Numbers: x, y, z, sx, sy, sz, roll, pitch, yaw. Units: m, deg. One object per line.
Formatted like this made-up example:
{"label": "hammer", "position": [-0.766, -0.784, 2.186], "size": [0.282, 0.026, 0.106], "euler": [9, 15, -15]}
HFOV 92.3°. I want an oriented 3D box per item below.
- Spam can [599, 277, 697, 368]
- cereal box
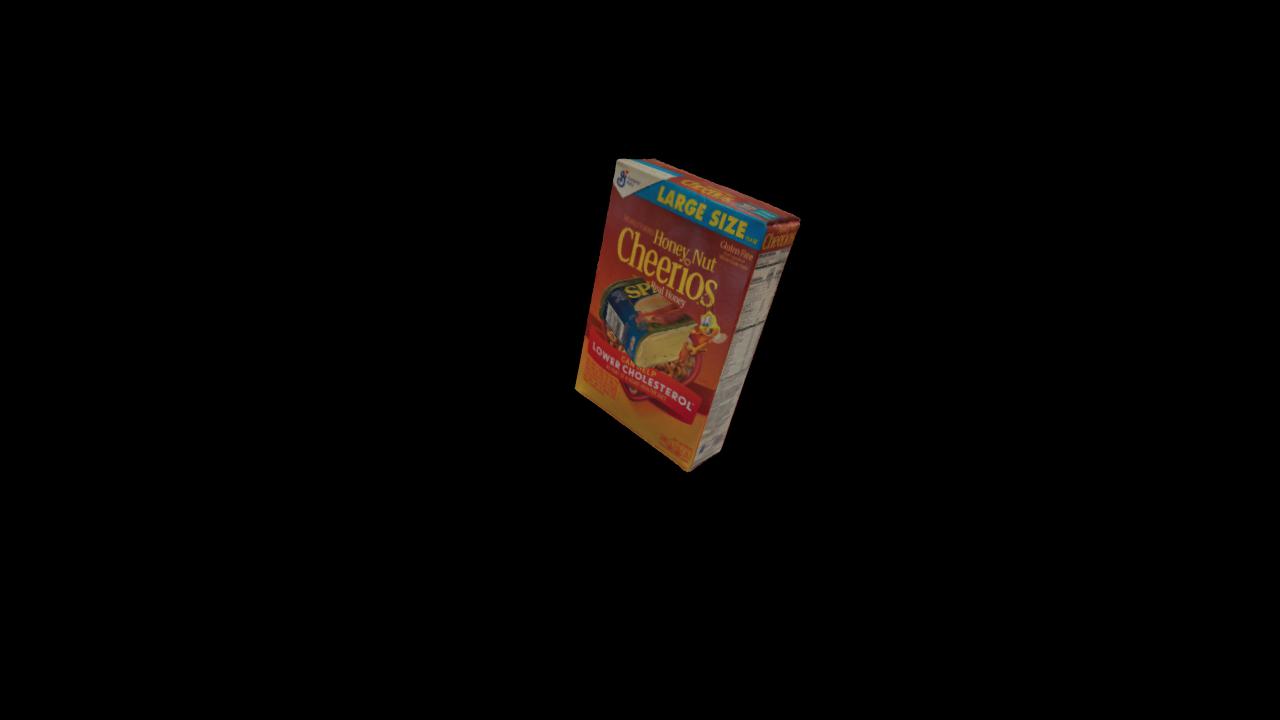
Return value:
{"label": "Spam can", "position": [0.019, -0.044, 0.668], "size": [0.101, 0.058, 0.085], "euler": [-15, 51, -25]}
{"label": "cereal box", "position": [0.036, -0.052, 0.705], "size": [0.203, 0.306, 0.081], "euler": [34, 36, 31]}
